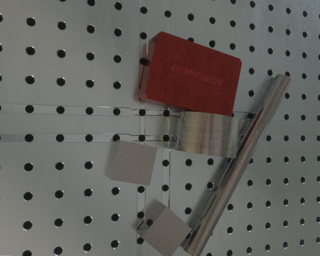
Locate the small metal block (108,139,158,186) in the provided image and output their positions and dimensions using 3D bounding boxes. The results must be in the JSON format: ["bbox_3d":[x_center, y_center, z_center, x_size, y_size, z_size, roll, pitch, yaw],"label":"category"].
[{"bbox_3d":[-0.036,0.044,0.400,0.050,0.025,0.050,13,86,-20],"label":"small metal block"}]

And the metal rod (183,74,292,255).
[{"bbox_3d":[0.119,0.049,0.458,0.025,0.025,0.300,35,79,-17],"label":"metal rod"}]

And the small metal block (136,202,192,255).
[{"bbox_3d":[0.006,0.137,0.416,0.050,0.025,0.050,45,76,-15],"label":"small metal block"}]

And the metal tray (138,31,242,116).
[{"bbox_3d":[0.044,-0.068,0.427,0.131,0.030,0.090,13,85,-20],"label":"metal tray"}]

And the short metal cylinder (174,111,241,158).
[{"bbox_3d":[0.062,0.009,0.408,0.081,0.080,0.050,9,87,-20],"label":"short metal cylinder"}]
